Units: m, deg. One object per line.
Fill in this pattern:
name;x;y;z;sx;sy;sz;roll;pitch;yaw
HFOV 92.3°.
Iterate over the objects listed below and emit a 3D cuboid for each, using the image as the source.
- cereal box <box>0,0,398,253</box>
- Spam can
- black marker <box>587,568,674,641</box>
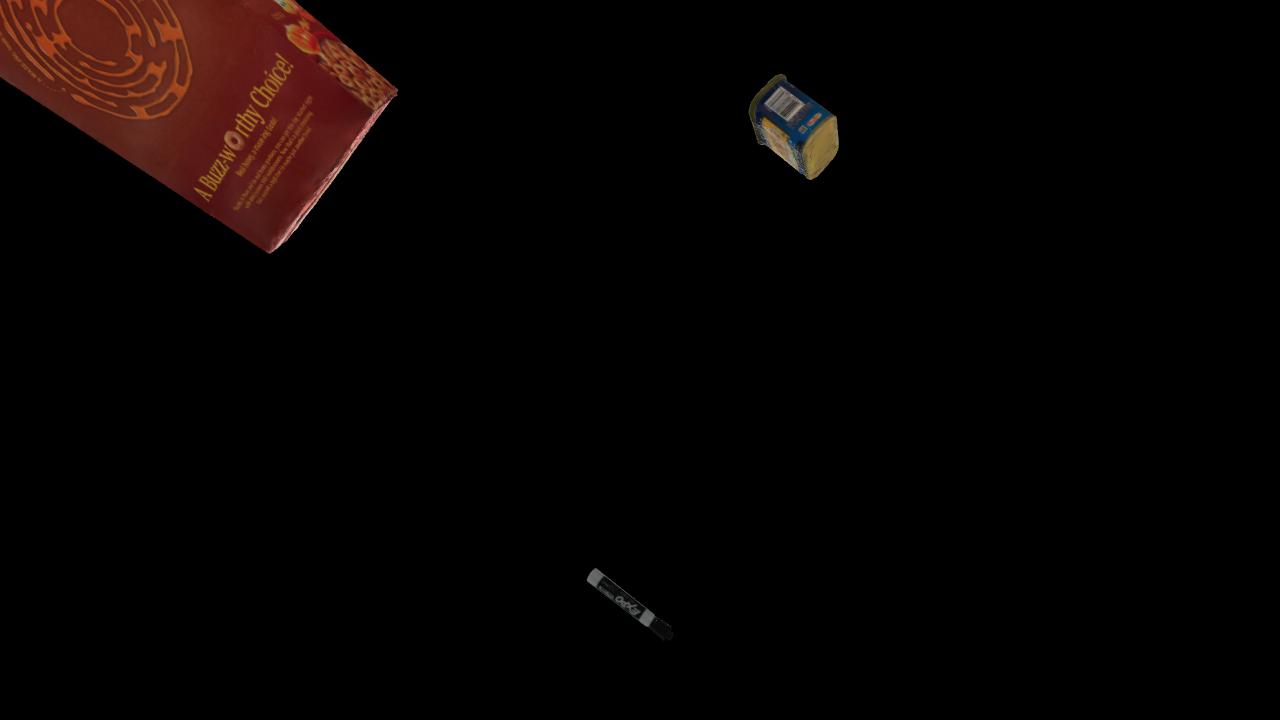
cereal box;-0.398;-0.262;0.522;0.203;0.081;0.306;-37;-61;26
Spam can;0.182;-0.268;0.719;0.085;0.058;0.101;48;9;21
black marker;-0.011;0.292;0.734;0.121;0.020;0.020;31;12;20
